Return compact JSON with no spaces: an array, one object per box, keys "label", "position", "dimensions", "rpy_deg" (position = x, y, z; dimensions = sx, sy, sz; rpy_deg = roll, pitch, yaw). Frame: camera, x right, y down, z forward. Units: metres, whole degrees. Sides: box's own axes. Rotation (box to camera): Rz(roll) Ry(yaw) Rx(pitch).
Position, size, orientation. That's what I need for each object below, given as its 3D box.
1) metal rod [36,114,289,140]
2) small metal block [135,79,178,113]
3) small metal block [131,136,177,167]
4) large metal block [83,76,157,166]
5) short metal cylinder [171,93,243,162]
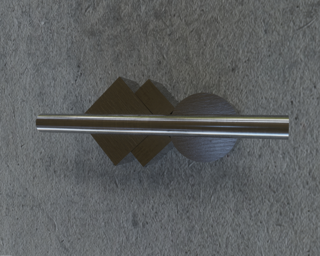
[{"label":"metal rod","position":[-0.014,-0.004,0.360],"dimensions":[0.301,0.025,0.025],"rpy_deg":[1,91,19]},{"label":"small metal block","position":[0.002,-0.033,0.397],"dimensions":[0.025,0.050,0.050],"rpy_deg":[-44,77,15]},{"label":"small metal block","position":[-0.002,0.022,0.399],"dimensions":[0.050,0.050,0.025],"rpy_deg":[-44,77,15]},{"label":"large metal block","position":[-0.045,-0.009,0.411],"dimensions":[0.080,0.050,0.080],"rpy_deg":[-44,77,14]},{"label":"short metal cylinder","position":[0.057,-0.001,0.376],"dimensions":[0.080,0.050,0.080],"rpy_deg":[0,90,20]}]
